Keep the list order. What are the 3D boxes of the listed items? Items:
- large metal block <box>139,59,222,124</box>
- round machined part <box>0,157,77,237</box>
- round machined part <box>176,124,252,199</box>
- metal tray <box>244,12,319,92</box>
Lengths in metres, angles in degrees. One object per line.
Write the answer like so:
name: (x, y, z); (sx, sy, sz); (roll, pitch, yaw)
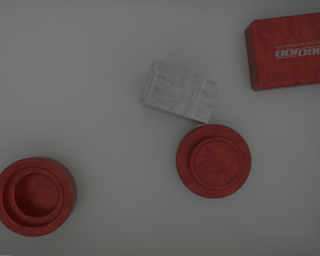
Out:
large metal block: (0.022, -0.041, 0.384); (0.080, 0.080, 0.050); (18, 90, -1)
round machined part: (-0.156, 0.085, 0.401); (0.099, 0.042, 0.097); (0, 90, -1)
round machined part: (0.071, 0.044, 0.404); (0.099, 0.042, 0.097); (0, 90, -1)
metal tray: (0.186, -0.101, 0.411); (0.131, 0.030, 0.089); (-7, 90, -1)
